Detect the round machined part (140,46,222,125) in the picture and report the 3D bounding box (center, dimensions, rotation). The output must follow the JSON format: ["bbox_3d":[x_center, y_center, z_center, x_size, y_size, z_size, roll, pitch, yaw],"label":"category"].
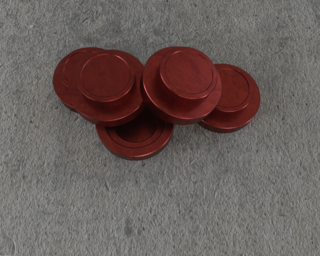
[{"bbox_3d":[0.028,-0.056,0.366,0.099,0.042,0.098,5,68,-13],"label":"round machined part"}]

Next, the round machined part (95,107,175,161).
[{"bbox_3d":[-0.031,-0.005,0.401,0.099,0.042,0.098,0,70,-1],"label":"round machined part"}]

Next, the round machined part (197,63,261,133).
[{"bbox_3d":[0.087,-0.045,0.417,0.099,0.042,0.098,0,70,-1],"label":"round machined part"}]

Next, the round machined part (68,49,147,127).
[{"bbox_3d":[-0.062,-0.054,0.374,0.099,0.042,0.098,0,70,-1],"label":"round machined part"}]

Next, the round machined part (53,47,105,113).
[{"bbox_3d":[-0.098,-0.070,0.424,0.099,0.042,0.098,0,70,-1],"label":"round machined part"}]
